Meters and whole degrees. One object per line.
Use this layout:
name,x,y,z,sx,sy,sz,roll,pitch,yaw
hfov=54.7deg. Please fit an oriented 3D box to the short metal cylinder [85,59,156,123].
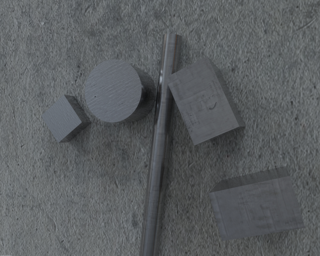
short metal cylinder,-0.052,-0.047,0.414,0.080,0.050,0.080,0,90,20

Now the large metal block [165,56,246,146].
large metal block,0.056,-0.028,0.360,0.050,0.080,0.080,-25,82,18

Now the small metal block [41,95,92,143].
small metal block,-0.138,-0.013,0.458,0.050,0.025,0.050,-39,78,16

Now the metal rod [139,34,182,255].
metal rod,0.000,0.029,0.408,0.025,0.025,0.298,7,92,20

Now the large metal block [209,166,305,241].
large metal block,0.107,0.080,0.342,0.080,0.080,0.050,-17,85,19
